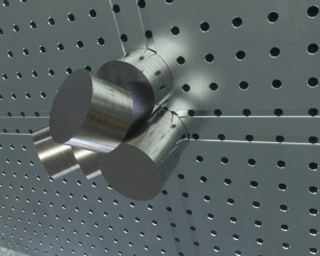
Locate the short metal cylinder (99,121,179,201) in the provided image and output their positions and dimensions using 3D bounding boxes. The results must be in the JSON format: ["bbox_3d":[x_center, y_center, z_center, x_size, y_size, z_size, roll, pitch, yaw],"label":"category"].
[{"bbox_3d":[-0.024,0.038,0.364,0.080,0.050,0.079,13,124,21],"label":"short metal cylinder"}]

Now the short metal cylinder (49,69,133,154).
[{"bbox_3d":[-0.074,-0.017,0.331,0.080,0.080,0.050,-26,147,37],"label":"short metal cylinder"}]

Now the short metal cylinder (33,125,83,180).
[{"bbox_3d":[-0.147,0.030,0.463,0.050,0.080,0.080,-24,111,-8],"label":"short metal cylinder"}]

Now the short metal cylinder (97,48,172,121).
[{"bbox_3d":[-0.032,-0.052,0.379,0.080,0.050,0.079,13,124,21],"label":"short metal cylinder"}]

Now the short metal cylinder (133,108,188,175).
[{"bbox_3d":[-0.009,0.019,0.411,0.080,0.050,0.079,13,124,21],"label":"short metal cylinder"}]

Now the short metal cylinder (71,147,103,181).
[{"bbox_3d":[-0.088,0.026,0.429,0.050,0.080,0.080,-24,111,-7],"label":"short metal cylinder"}]
